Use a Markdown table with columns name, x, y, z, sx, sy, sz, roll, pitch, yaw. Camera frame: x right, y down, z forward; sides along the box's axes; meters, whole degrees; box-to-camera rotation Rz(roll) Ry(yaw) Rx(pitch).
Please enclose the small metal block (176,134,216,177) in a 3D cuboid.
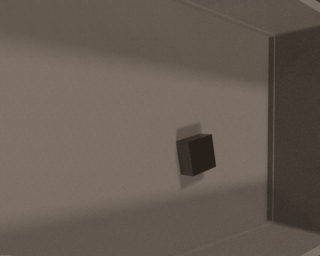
| name | x | y | z | sx | sy | sz | roll | pitch | yaw |
| --- | --- | --- | --- | --- | --- | --- | --- | --- | --- |
| small metal block | 0.054 | 0.038 | 0.454 | 0.050 | 0.025 | 0.050 | -15 | 100 | -39 |
